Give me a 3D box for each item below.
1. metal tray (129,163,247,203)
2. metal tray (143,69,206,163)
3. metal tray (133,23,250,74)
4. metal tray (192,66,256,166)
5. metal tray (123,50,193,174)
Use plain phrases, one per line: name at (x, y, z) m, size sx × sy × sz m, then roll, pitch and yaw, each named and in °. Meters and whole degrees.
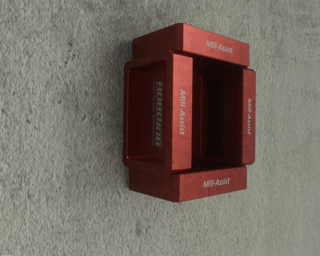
metal tray at (0.038, 0.064, 0.397) m, size 0.131 × 0.090 × 0.030 m, roll 1°, pitch 90°, yaw -40°
metal tray at (0.021, -0.017, 0.423) m, size 0.091 × 0.030 × 0.129 m, roll 1°, pitch 89°, yaw -40°
metal tray at (0.042, -0.096, 0.400) m, size 0.131 × 0.090 × 0.030 m, roll 1°, pitch 90°, yaw -40°
metal tray at (0.088, -0.015, 0.439) m, size 0.030 × 0.090 × 0.129 m, roll 1°, pitch 89°, yaw -40°
metal tray at (-0.005, -0.017, 0.360) m, size 0.030 × 0.090 × 0.129 m, roll 1°, pitch 89°, yaw -40°
